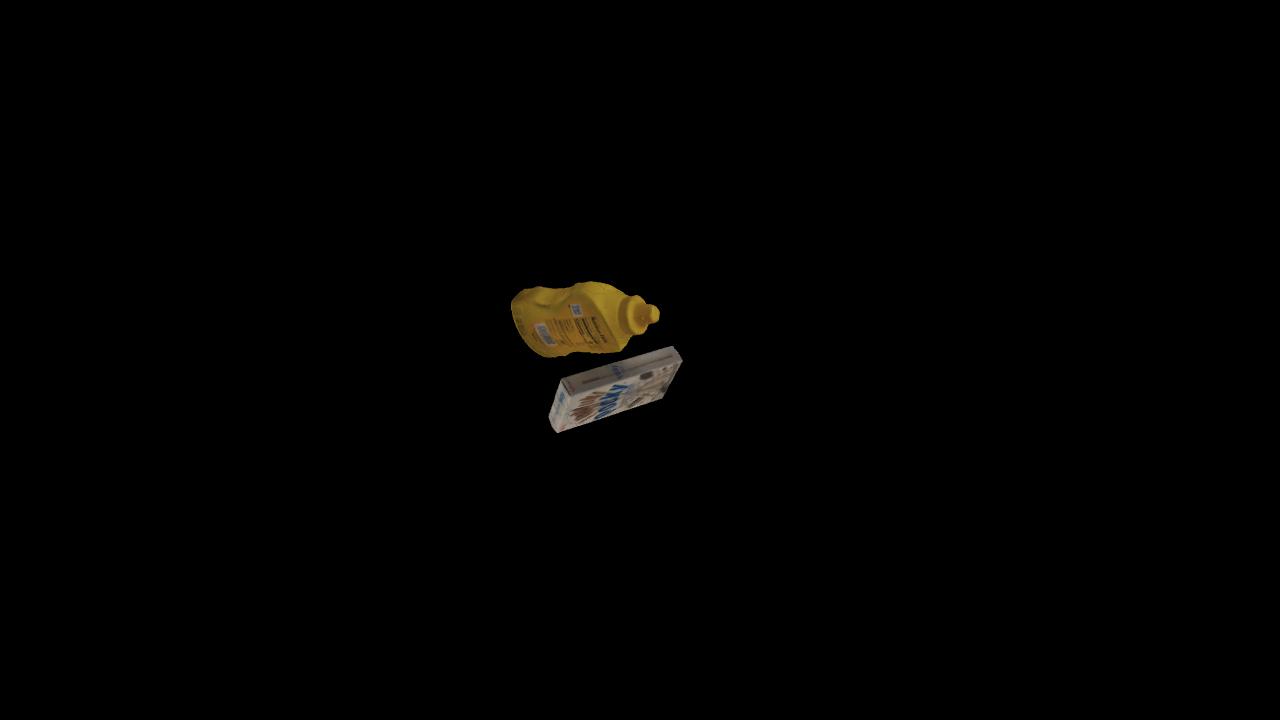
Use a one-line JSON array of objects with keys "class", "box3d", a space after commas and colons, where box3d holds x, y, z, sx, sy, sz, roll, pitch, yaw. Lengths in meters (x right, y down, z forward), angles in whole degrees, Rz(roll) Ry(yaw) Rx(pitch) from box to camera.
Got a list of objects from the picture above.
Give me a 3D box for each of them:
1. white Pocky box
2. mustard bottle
[{"class": "white Pocky box", "box3d": [-0.028, 0.034, 0.725, 0.154, 0.028, 0.084, -16, -29, -30]}, {"class": "mustard bottle", "box3d": [-0.057, -0.045, 0.694, 0.184, 0.092, 0.054, -2, 34, 36]}]
